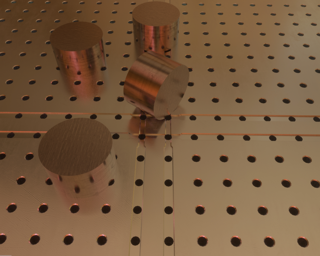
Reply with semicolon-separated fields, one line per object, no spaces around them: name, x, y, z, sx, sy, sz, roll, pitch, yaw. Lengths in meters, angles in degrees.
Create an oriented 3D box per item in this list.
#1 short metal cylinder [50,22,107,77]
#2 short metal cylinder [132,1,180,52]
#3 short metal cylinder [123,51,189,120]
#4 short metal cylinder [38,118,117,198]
short metal cylinder;-0.129;-0.126;0.496;0.081;0.050;0.080;0;50;0
short metal cylinder;-0.007;-0.178;0.541;0.081;0.050;0.080;0;50;0
short metal cylinder;-0.004;-0.058;0.421;0.050;0.080;0.080;30;56;23
short metal cylinder;-0.093;0.034;0.361;0.081;0.050;0.080;0;50;0
